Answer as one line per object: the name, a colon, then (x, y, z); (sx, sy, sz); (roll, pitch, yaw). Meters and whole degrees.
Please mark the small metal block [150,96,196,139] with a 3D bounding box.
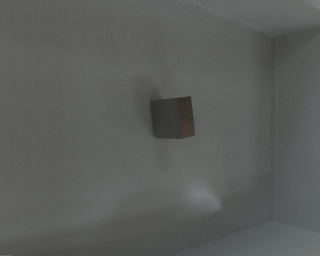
small metal block: (0.016, -0.013, 0.398); (0.025, 0.050, 0.050); (-11, 97, -39)
